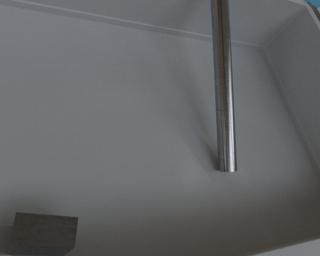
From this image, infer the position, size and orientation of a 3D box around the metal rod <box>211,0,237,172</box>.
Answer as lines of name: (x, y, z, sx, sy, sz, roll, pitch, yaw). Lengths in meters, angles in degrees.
metal rod: (0.087, -0.090, 0.430, 0.025, 0.025, 0.298, -1, 88, -29)

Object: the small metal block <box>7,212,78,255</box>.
small metal block: (-0.105, 0.096, 0.275, 0.050, 0.050, 0.025, 12, 57, -22)
